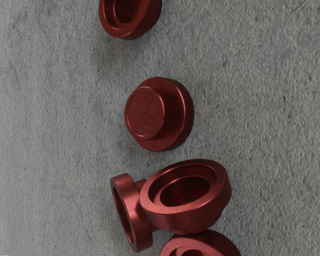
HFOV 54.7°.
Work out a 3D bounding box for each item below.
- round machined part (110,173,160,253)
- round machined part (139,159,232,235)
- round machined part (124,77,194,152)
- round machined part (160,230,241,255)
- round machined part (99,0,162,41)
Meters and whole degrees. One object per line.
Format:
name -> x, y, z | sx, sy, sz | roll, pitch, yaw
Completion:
round machined part -> -0.028, 0.104, 0.398 | 0.098, 0.042, 0.097 | 164, 90, -72
round machined part -> 0.030, 0.078, 0.341 | 0.098, 0.099, 0.042 | -1, 118, 40
round machined part -> -0.008, -0.018, 0.401 | 0.098, 0.042, 0.097 | 0, 90, 40
round machined part -> 0.052, 0.152, 0.340 | 0.098, 0.042, 0.097 | 12, 112, 31
round machined part -> -0.036, -0.169, 0.424 | 0.098, 0.042, 0.097 | 0, 90, 40
